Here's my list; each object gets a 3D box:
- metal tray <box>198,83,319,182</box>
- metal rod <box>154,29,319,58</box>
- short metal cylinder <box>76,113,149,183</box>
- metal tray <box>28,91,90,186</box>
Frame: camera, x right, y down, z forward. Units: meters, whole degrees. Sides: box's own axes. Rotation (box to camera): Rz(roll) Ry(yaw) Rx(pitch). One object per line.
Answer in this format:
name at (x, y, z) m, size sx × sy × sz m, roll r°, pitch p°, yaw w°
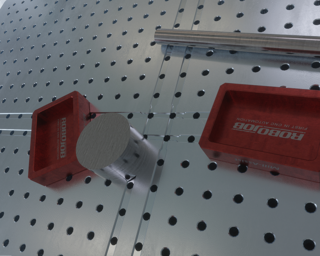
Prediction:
metal tray at (0.119, -0.001, 0.343) m, size 0.130 × 0.030 × 0.090 m, roll 10°, pitch 67°, yaw 32°
metal rod at (0.119, -0.115, 0.416) m, size 0.300 × 0.025 × 0.025 m, roll 15°, pitch 70°, yaw 34°
short metal cylinder at (-0.062, 0.027, 0.408) m, size 0.080 × 0.050 × 0.080 m, roll -13°, pitch 56°, yaw 21°
metal tray at (-0.153, 0.013, 0.477) m, size 0.090 × 0.030 × 0.130 m, roll -23°, pitch 53°, yaw 14°
